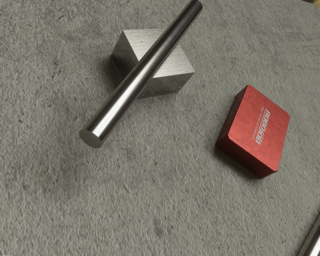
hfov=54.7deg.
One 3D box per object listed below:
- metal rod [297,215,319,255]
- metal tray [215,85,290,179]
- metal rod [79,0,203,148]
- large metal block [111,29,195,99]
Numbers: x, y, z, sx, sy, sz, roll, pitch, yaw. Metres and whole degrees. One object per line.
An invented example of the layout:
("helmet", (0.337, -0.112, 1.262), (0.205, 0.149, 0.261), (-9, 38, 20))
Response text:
("metal rod", (0.224, 0.152, 0.434), (0.302, 0.025, 0.025), (-34, 81, -38))
("metal tray", (0.148, 0.002, 0.482), (0.090, 0.030, 0.130), (36, 51, -5))
("metal rod", (-0.006, -0.089, 0.392), (0.025, 0.025, 0.301), (36, 51, -5))
("large metal block", (-0.010, -0.092, 0.440), (0.081, 0.050, 0.080), (-14, 69, -34))
